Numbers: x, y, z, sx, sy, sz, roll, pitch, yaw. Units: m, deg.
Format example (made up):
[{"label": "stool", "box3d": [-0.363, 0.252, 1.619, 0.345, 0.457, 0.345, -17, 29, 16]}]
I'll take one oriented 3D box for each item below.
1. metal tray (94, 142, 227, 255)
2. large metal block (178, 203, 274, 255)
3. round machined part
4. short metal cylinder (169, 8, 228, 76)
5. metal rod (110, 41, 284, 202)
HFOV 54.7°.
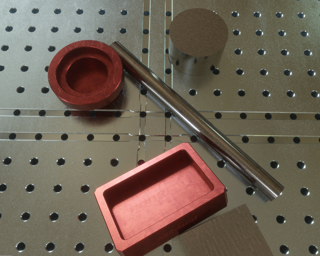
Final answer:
[{"label": "metal tray", "box3d": [-0.001, 0.080, 0.359, 0.131, 0.030, 0.090, -27, 44, -10]}, {"label": "large metal block", "box3d": [0.075, 0.141, 0.348, 0.080, 0.050, 0.080, -23, 72, -9]}, {"label": "round machined part", "box3d": [-0.098, -0.068, 0.426, 0.099, 0.042, 0.098, 0, 70, -1]}, {"label": "short metal cylinder", "box3d": [0.053, -0.122, 0.444, 0.081, 0.050, 0.080, 0, 70, -1]}, {"label": "metal rod", "box3d": [0.038, -0.017, 0.418, 0.300, 0.025, 0.025, 43, 75, 13]}]
